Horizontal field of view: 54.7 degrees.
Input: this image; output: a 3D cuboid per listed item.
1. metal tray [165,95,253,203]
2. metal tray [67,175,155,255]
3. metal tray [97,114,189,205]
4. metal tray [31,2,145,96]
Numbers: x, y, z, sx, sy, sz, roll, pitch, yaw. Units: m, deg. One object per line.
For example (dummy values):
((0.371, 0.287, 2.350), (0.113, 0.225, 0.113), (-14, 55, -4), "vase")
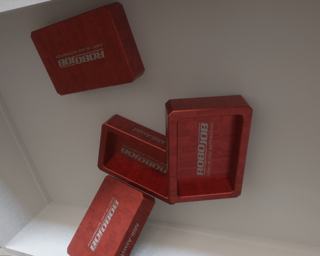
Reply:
((0.054, 0.028, 0.366), (0.091, 0.030, 0.129), (-4, 121, -4), "metal tray")
((-0.073, 0.145, 0.457), (0.090, 0.130, 0.030), (17, 165, 42), "metal tray")
((-0.023, 0.045, 0.444), (0.130, 0.030, 0.089), (24, 127, 13), "metal tray")
((-0.093, -0.095, 0.394), (0.130, 0.030, 0.090), (-5, 116, 30), "metal tray")
